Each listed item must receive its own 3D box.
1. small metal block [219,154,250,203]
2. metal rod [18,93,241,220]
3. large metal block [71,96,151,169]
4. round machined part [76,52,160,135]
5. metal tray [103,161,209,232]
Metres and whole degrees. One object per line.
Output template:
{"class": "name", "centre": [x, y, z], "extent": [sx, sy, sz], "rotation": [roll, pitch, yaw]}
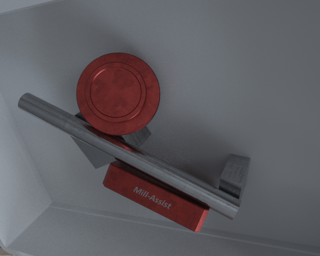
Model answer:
{"class": "small metal block", "centre": [0.091, 0.069, 0.384], "extent": [0.025, 0.050, 0.050], "rotation": [14, 124, 20]}
{"class": "metal rod", "centre": [-0.046, 0.029, 0.381], "extent": [0.301, 0.025, 0.025], "rotation": [26, 127, 11]}
{"class": "large metal block", "centre": [-0.074, 0.001, 0.428], "extent": [0.080, 0.050, 0.080], "rotation": [-25, 105, 36]}
{"class": "round machined part", "centre": [-0.049, -0.040, 0.362], "extent": [0.099, 0.042, 0.097], "rotation": [0, 91, -1]}
{"class": "metal tray", "centre": [0.003, 0.079, 0.406], "extent": [0.130, 0.090, 0.030], "rotation": [24, 100, 13]}
